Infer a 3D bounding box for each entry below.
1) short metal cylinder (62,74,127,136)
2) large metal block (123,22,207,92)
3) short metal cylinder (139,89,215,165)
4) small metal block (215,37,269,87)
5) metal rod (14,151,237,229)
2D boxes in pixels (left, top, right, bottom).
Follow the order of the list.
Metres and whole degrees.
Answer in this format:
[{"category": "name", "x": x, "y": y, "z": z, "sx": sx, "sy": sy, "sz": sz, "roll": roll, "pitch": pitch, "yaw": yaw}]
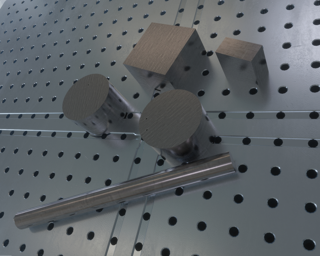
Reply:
[{"category": "short metal cylinder", "x": -0.097, "y": -0.034, "z": 0.464, "sx": 0.080, "sy": 0.050, "sz": 0.080, "roll": -13, "pitch": 56, "yaw": 21}, {"category": "large metal block", "x": 0.008, "y": -0.102, "z": 0.451, "sx": 0.080, "sy": 0.050, "sz": 0.080, "roll": 22, "pitch": 73, "yaw": 36}, {"category": "short metal cylinder", "x": 0.021, "y": 0.000, "z": 0.381, "sx": 0.080, "sy": 0.050, "sz": 0.080, "roll": -13, "pitch": 56, "yaw": 21}, {"category": "small metal block", "x": 0.104, "y": -0.083, "z": 0.389, "sx": 0.050, "sy": 0.050, "sz": 0.025, "roll": 27, "pitch": 77, "yaw": 37}, {"category": "metal rod", "x": -0.056, "y": 0.083, "z": 0.386, "sx": 0.301, "sy": 0.025, "sz": 0.025, "roll": -18, "pitch": 55, "yaw": 17}]
